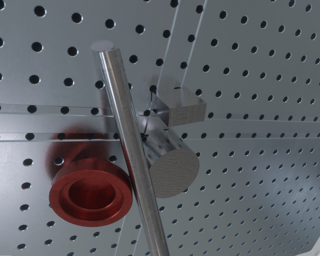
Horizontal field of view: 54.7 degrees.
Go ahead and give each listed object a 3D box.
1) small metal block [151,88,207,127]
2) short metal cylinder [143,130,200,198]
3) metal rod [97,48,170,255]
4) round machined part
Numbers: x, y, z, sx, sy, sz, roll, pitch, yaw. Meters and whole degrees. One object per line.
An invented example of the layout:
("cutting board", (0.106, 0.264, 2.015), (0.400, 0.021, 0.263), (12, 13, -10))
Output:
("small metal block", (0.023, -0.027, 0.391), (0.050, 0.050, 0.025), (-10, 123, -23))
("short metal cylinder", (0.007, 0.050, 0.430), (0.081, 0.050, 0.079), (-14, 124, -21))
("metal rod", (-0.025, 0.056, 0.377), (0.025, 0.025, 0.298), (-18, 109, -18))
("round machined part", (-0.084, 0.076, 0.389), (0.099, 0.042, 0.097), (-3, 124, -4))
